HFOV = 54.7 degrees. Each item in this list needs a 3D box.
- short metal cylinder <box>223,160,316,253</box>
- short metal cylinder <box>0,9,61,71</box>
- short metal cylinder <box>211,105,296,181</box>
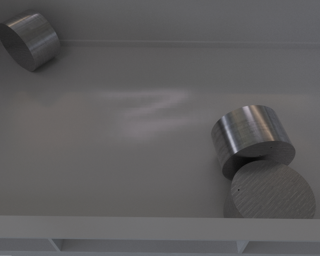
[{"bbox_3d":[0.110,0.081,0.322,0.080,0.050,0.080,0,50,0],"label":"short metal cylinder"},{"bbox_3d":[-0.203,-0.136,0.482,0.080,0.080,0.050,29,56,22],"label":"short metal cylinder"},{"bbox_3d":[0.104,0.020,0.353,0.081,0.080,0.050,-6,51,-5],"label":"short metal cylinder"}]
